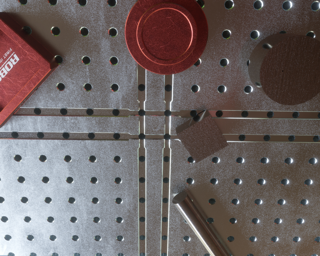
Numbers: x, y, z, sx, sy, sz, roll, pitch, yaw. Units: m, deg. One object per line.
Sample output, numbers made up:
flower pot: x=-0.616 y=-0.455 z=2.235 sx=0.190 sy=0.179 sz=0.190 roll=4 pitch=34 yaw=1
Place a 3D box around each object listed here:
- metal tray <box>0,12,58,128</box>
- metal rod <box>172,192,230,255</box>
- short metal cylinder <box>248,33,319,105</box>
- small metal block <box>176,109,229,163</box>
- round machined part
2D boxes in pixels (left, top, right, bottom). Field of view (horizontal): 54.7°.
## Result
metal tray: x=-0.204 y=-0.065 z=0.383 sx=0.130 sy=0.030 sz=0.090 roll=-42 pitch=105 yaw=13
metal rod: x=0.108 y=0.220 z=0.496 sx=0.025 sy=0.025 sz=0.299 roll=-31 pitch=108 yaw=10
short metal cylinder: x=0.154 y=-0.073 z=0.376 sx=0.081 sy=0.050 sz=0.079 roll=0 pitch=110 yaw=-1
small metal block: x=0.056 y=0.011 z=0.418 sx=0.050 sy=0.025 sz=0.050 roll=-31 pitch=108 yaw=10
round machined part: x=0.008 y=-0.111 z=0.364 sx=0.099 sy=0.042 sz=0.097 roll=0 pitch=110 yaw=-1
